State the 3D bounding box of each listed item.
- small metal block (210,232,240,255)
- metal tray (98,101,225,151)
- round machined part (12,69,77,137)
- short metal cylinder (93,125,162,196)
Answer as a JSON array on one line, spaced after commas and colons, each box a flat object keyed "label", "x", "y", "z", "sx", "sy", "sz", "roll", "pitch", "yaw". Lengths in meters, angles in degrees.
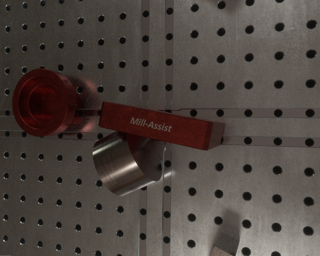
[{"label": "small metal block", "x": 0.072, "y": 0.161, "z": 0.373, "sx": 0.025, "sy": 0.050, "sz": 0.050, "roll": 23, "pitch": 98, "yaw": 18}, {"label": "metal tray", "x": 0.005, "y": -0.004, "z": 0.375, "sx": 0.130, "sy": 0.090, "sz": 0.030, "roll": 12, "pitch": 94, "yaw": 19}, {"label": "round machined part", "x": -0.165, "y": -0.036, "z": 0.460, "sx": 0.098, "sy": 0.042, "sz": 0.097, "roll": 0, "pitch": 90, "yaw": 19}, {"label": "short metal cylinder", "x": -0.040, "y": 0.040, "z": 0.396, "sx": 0.050, "sy": 0.080, "sz": 0.080, "roll": -27, "pitch": 81, "yaw": 18}]
